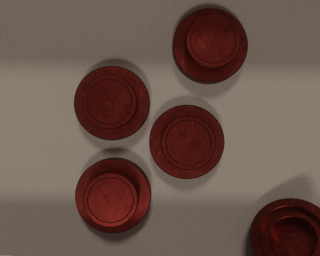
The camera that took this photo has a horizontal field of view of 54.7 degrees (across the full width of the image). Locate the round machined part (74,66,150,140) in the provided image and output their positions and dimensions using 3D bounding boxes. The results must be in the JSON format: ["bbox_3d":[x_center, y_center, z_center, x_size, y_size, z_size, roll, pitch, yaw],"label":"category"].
[{"bbox_3d":[-0.063,-0.032,0.402,0.099,0.042,0.097,0,90,-1],"label":"round machined part"}]

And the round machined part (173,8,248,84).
[{"bbox_3d":[0.066,-0.108,0.404,0.099,0.042,0.097,0,90,-1],"label":"round machined part"}]

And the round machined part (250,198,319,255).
[{"bbox_3d":[0.167,0.142,0.388,0.098,0.098,0.042,-35,130,-1],"label":"round machined part"}]

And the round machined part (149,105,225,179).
[{"bbox_3d":[0.035,0.018,0.403,0.099,0.042,0.097,0,90,-1],"label":"round machined part"}]

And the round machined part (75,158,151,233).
[{"bbox_3d":[-0.061,0.089,0.402,0.099,0.042,0.097,0,90,-1],"label":"round machined part"}]
